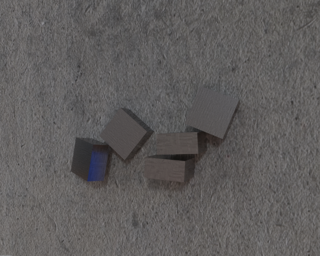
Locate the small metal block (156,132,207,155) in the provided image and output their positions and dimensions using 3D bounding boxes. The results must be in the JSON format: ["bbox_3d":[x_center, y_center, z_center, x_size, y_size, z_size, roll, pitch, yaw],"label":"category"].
[{"bbox_3d":[0.028,0.018,0.386,0.050,0.050,0.025,-3,90,20],"label":"small metal block"}]

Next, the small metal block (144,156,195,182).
[{"bbox_3d":[0.014,0.049,0.391,0.050,0.050,0.025,3,91,20],"label":"small metal block"}]

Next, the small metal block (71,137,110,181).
[{"bbox_3d":[-0.098,0.043,0.432,0.050,0.025,0.050,14,96,48],"label":"small metal block"}]

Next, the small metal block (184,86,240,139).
[{"bbox_3d":[0.065,-0.019,0.384,0.050,0.025,0.050,23,94,18],"label":"small metal block"}]

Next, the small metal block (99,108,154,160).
[{"bbox_3d":[-0.046,0.008,0.425,0.050,0.025,0.050,42,103,15],"label":"small metal block"}]
